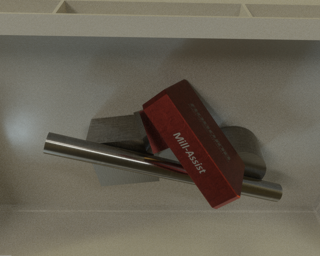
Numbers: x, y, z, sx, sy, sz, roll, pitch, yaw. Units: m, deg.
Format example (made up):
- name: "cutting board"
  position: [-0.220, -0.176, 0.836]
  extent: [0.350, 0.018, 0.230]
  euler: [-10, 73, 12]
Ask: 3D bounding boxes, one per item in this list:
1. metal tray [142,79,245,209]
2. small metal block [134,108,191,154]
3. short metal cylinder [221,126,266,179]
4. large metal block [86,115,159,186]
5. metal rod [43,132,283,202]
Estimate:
- name: "metal tray"
  position: [0.043, 0.012, 0.343]
  extent: [0.030, 0.090, 0.130]
  euler: [-34, 93, 24]
- name: "small metal block"
  position: [0.003, -0.003, 0.361]
  extent: [0.050, 0.025, 0.050]
  euler: [-20, 97, -18]
- name: "short metal cylinder"
  position: [0.100, 0.044, 0.430]
  extent: [0.081, 0.050, 0.079]
  euler: [0, 130, 0]
- name: "large metal block"
  position: [-0.046, 0.030, 0.416]
  extent: [0.080, 0.050, 0.080]
  euler: [-6, 130, 4]
- name: "metal rod"
  position: [0.014, 0.052, 0.385]
  extent: [0.302, 0.025, 0.025]
  euler: [14, 129, -12]
